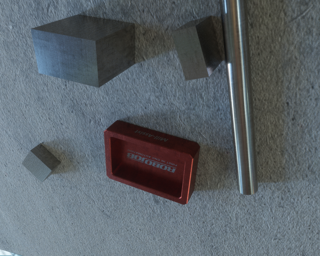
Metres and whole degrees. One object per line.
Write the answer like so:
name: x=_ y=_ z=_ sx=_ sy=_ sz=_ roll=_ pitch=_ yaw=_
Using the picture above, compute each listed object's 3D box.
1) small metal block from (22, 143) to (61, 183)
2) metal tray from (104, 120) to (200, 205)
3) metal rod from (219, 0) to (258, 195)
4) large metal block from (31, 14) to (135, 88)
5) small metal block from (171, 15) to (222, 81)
small metal block: x=-0.213 y=0.063 z=0.555 sx=0.050 sy=0.025 sz=0.050 roll=45 pitch=129 yaw=-3
metal tray: x=-0.014 y=0.048 z=0.438 sx=0.130 sy=0.030 sz=0.089 roll=16 pitch=125 yaw=18
metal rod: x=0.084 y=-0.053 z=0.328 sx=0.025 sy=0.025 sz=0.298 roll=2 pitch=120 yaw=27
large metal block: x=-0.083 y=-0.092 z=0.356 sx=0.080 sy=0.080 sz=0.050 roll=15 pitch=125 yaw=19
small metal block: x=0.040 y=-0.082 z=0.318 sx=0.025 sy=0.050 sz=0.050 roll=-6 pitch=116 yaw=30
